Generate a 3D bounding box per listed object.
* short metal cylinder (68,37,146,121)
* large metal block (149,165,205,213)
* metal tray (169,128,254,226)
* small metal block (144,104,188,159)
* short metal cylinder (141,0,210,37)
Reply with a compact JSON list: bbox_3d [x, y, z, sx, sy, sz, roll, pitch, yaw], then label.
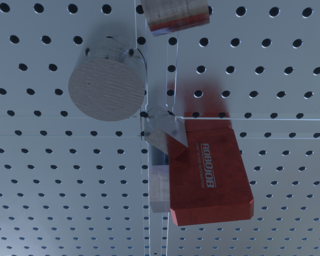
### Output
[{"bbox_3d":[-0.057,-0.054,0.349,0.081,0.050,0.079,0,130,0],"label":"short metal cylinder"},{"bbox_3d":[0.027,0.090,0.454,0.080,0.050,0.080,-2,154,2],"label":"large metal block"},{"bbox_3d":[0.058,0.055,0.390,0.090,0.130,0.030,-7,128,6],"label":"metal tray"},{"bbox_3d":[0.007,0.004,0.398,0.050,0.050,0.025,34,119,-25],"label":"small metal block"},{"bbox_3d":[0.010,-0.125,0.269,0.050,0.080,0.080,-11,129,9],"label":"short metal cylinder"}]
